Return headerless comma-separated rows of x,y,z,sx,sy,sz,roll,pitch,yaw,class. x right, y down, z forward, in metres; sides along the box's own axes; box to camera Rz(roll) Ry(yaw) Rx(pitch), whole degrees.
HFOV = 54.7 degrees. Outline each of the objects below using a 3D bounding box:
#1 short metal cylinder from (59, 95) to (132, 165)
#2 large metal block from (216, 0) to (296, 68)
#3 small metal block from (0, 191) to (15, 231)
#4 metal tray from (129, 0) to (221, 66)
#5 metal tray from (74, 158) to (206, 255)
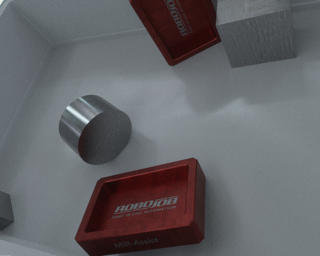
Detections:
-0.085,0.002,0.412,0.050,0.080,0.080,33,80,38,short metal cylinder
0.121,-0.125,0.383,0.080,0.080,0.050,-5,60,25,large metal block
-0.241,0.115,0.443,0.025,0.050,0.050,-37,51,3,small metal block
0.025,-0.151,0.417,0.090,0.130,0.030,-26,53,12,metal tray
-0.018,0.085,0.337,0.130,0.030,0.090,-15,33,19,metal tray
